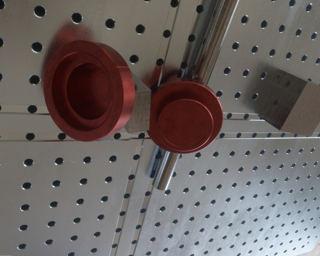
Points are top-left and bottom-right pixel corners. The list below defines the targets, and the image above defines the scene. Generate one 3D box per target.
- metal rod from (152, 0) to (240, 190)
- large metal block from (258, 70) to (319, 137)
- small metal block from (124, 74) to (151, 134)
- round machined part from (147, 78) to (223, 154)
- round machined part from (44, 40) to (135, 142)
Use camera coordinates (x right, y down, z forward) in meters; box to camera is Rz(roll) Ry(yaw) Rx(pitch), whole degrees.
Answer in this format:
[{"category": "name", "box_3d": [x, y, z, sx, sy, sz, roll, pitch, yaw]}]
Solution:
[{"category": "metal rod", "box_3d": [0.044, -0.045, 0.407, 0.025, 0.025, 0.298, 5, 116, -31]}, {"category": "large metal block", "box_3d": [0.217, -0.037, 0.491, 0.081, 0.050, 0.079, 9, 114, -33]}, {"category": "small metal block", "box_3d": [-0.033, -0.029, 0.359, 0.025, 0.050, 0.050, -10, 123, -23]}, {"category": "round machined part", "box_3d": [0.029, -0.010, 0.385, 0.099, 0.042, 0.097, 0, 113, 0]}, {"category": "round machined part", "box_3d": [-0.067, -0.038, 0.316, 0.042, 0.098, 0.097, -20, 136, -62]}]
